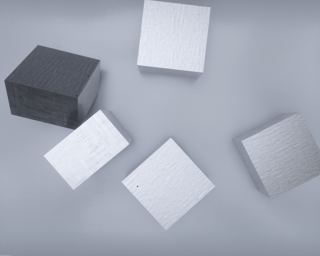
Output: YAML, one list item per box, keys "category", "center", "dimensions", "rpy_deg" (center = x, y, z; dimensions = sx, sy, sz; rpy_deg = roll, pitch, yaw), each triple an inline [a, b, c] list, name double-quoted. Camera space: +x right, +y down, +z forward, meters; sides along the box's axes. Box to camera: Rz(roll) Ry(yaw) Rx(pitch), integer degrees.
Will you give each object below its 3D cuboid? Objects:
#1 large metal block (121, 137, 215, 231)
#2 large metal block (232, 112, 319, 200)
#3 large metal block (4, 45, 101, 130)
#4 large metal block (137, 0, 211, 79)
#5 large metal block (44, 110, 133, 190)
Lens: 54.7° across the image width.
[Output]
- category: "large metal block"
  center: [0.010, 0.068, 0.399]
  dimensions: [0.080, 0.050, 0.080]
  rpy_deg: [-42, 91, 0]
- category: "large metal block"
  center: [0.153, 0.033, 0.401]
  dimensions: [0.080, 0.050, 0.080]
  rpy_deg: [-27, 90, 0]
- category: "large metal block"
  center: [-0.125, -0.051, 0.376]
  dimensions: [0.080, 0.080, 0.050]
  rpy_deg: [14, 133, -1]
- category: "large metal block"
  center: [0.017, -0.111, 0.399]
  dimensions: [0.081, 0.050, 0.079]
  rpy_deg: [7, 90, -1]
- category: "large metal block"
  center: [-0.082, 0.022, 0.382]
  dimensions: [0.080, 0.080, 0.050]
  rpy_deg: [-40, 93, 0]
